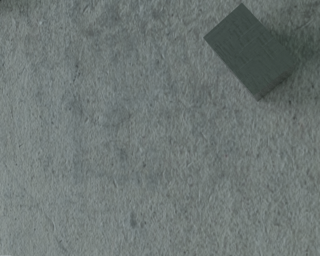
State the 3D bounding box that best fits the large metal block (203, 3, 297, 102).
[{"bbox_3d":[0.101,-0.079,0.344,0.050,0.080,0.080,-41,78,15],"label":"large metal block"}]
